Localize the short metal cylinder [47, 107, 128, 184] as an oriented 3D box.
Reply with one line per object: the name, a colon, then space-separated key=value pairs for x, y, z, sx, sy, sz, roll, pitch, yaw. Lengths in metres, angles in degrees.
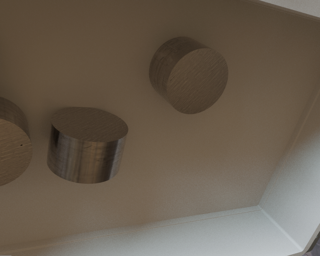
short metal cylinder: x=-0.079 y=0.016 z=0.340 sx=0.081 sy=0.080 sz=0.050 roll=1 pitch=118 yaw=-29

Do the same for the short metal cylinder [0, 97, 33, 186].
short metal cylinder: x=-0.172 y=0.013 z=0.306 sx=0.081 sy=0.050 sz=0.079 roll=-14 pitch=124 yaw=-21

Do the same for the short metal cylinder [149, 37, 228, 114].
short metal cylinder: x=0.034 y=-0.063 z=0.371 sx=0.081 sy=0.050 sz=0.079 roll=-14 pitch=124 yaw=-21
